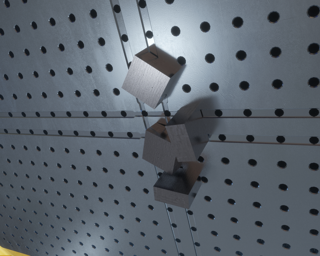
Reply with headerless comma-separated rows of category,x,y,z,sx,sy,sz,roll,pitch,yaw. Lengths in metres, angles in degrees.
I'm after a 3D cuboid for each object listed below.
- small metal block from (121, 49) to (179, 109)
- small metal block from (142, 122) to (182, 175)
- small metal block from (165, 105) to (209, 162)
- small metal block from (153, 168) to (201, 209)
small metal block,-0.013,-0.060,0.382,0.050,0.025,0.050,34,129,6
small metal block,0.006,0.028,0.421,0.050,0.025,0.050,27,129,23
small metal block,0.035,0.007,0.381,0.025,0.050,0.050,-7,115,31
small metal block,0.025,0.081,0.432,0.050,0.050,0.025,9,122,23
